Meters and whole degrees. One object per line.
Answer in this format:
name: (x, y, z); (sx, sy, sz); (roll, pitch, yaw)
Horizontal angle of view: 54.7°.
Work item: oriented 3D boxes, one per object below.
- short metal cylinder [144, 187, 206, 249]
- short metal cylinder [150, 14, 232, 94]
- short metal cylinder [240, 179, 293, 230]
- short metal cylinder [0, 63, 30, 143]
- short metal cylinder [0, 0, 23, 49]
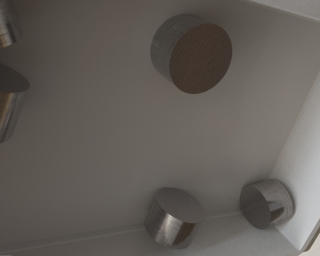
short metal cylinder: (0.023, 0.136, 0.471); (0.081, 0.080, 0.050); (10, 114, -33)
short metal cylinder: (0.036, -0.086, 0.360); (0.081, 0.050, 0.079); (-14, 125, -21)
short metal cylinder: (0.193, 0.139, 0.568); (0.050, 0.080, 0.079); (-11, 123, -23)
short metal cylinder: (-0.162, -0.027, 0.268); (0.081, 0.080, 0.050); (14, 111, -35)
short metal cylinder: (-0.154, -0.089, 0.234); (0.081, 0.080, 0.050); (-18, 126, -19)
